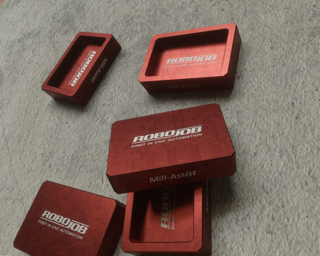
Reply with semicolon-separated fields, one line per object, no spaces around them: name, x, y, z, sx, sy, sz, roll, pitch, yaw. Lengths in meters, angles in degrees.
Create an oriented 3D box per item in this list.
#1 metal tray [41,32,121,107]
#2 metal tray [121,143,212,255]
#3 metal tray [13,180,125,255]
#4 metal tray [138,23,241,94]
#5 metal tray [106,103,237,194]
metal tray;-0.136;-0.106;0.536;0.090;0.030;0.130;16;70;34
metal tray;0.010;0.074;0.350;0.090;0.030;0.130;-9;57;23
metal tray;-0.111;0.123;0.384;0.130;0.030;0.090;7;65;31
metal tray;0.041;-0.096;0.437;0.130;0.030;0.090;1;62;28
metal tray;0.010;0.020;0.347;0.131;0.030;0.090;-10;40;5
